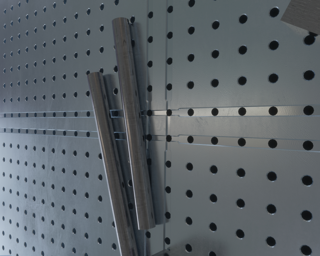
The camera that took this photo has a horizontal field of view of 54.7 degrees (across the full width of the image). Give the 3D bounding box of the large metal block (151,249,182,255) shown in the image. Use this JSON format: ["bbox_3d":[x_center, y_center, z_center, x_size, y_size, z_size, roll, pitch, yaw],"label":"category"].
[{"bbox_3d":[-0.002,0.206,0.375,0.050,0.081,0.079,6,94,40],"label":"large metal block"}]

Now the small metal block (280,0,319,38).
[{"bbox_3d":[0.150,-0.112,0.286,0.050,0.025,0.050,38,113,33],"label":"small metal block"}]

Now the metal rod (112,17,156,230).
[{"bbox_3d":[-0.038,-0.011,0.440,0.025,0.025,0.298,-13,82,39],"label":"metal rod"}]

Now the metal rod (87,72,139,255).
[{"bbox_3d":[-0.072,0.059,0.468,0.025,0.025,0.299,-21,77,38],"label":"metal rod"}]
